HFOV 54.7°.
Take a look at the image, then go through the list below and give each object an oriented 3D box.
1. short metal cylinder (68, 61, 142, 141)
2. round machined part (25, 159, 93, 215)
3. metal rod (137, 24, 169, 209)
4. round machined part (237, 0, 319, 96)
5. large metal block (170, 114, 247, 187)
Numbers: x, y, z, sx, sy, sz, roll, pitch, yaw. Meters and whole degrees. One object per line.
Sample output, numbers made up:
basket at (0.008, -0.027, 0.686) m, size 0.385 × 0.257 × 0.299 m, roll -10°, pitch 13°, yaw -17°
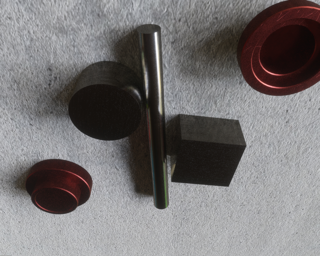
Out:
short metal cylinder at (-0.061, -0.031, 0.364) m, size 0.081 × 0.050 × 0.079 m, roll 0°, pitch 130°, yaw 0°
round machined part at (-0.157, 0.096, 0.476) m, size 0.099 × 0.042 × 0.097 m, roll 0°, pitch 130°, yaw 0°
metal rod at (-0.005, 0.011, 0.416) m, size 0.025 × 0.025 × 0.298 m, roll -2°, pitch 130°, yaw 2°
round machined part at (0.130, -0.085, 0.325) m, size 0.099 × 0.042 × 0.097 m, roll 0°, pitch 130°, yaw 0°
large metal block at (0.060, 0.031, 0.418) m, size 0.081 × 0.050 × 0.079 m, roll 6°, pitch 130°, yaw -5°
